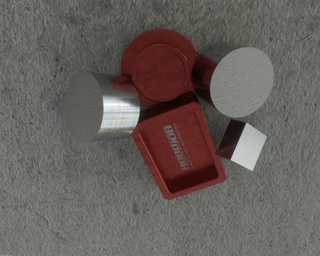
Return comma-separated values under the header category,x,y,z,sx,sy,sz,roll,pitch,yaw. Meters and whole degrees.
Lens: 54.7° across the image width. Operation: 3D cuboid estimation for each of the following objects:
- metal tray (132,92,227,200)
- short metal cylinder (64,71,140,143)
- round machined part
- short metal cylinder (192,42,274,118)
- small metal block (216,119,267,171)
category,x,y,z,sx,sy,sz,roll,pitch,yaw
metal tray,0.026,0.028,0.407,0.090,0.030,0.129,-21,119,7
short metal cylinder,-0.070,-0.024,0.365,0.050,0.080,0.079,-4,118,-46
round machined part,0.001,-0.069,0.377,0.099,0.042,0.097,0,110,0
short metal cylinder,0.085,-0.058,0.366,0.081,0.050,0.079,-7,113,-17
small metal block,0.106,0.022,0.401,0.050,0.025,0.050,27,85,-37
